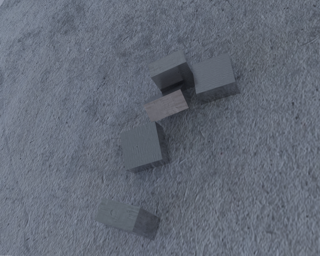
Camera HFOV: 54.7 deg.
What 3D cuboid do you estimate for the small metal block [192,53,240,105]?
[{"bbox_3d":[0.072,-0.064,0.405,0.050,0.025,0.050,-16,55,18],"label":"small metal block"}]

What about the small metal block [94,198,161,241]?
[{"bbox_3d":[-0.035,0.102,0.344,0.050,0.050,0.025,5,65,30],"label":"small metal block"}]

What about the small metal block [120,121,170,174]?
[{"bbox_3d":[-0.019,0.025,0.392,0.050,0.025,0.050,-19,66,17],"label":"small metal block"}]

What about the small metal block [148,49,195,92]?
[{"bbox_3d":[0.019,-0.073,0.422,0.050,0.050,0.025,-22,54,15],"label":"small metal block"}]

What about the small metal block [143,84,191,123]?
[{"bbox_3d":[0.011,-0.033,0.401,0.050,0.025,0.050,-22,12,15],"label":"small metal block"}]
